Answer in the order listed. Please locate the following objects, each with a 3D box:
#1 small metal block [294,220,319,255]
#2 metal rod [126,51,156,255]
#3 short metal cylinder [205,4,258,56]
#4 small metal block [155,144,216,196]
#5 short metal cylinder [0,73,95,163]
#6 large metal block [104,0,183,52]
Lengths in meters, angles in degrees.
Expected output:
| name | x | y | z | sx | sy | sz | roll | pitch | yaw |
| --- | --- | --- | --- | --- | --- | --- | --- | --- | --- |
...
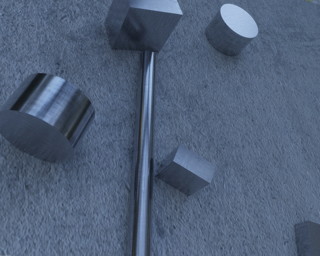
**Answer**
| name | x | y | z | sx | sy | sz | roll | pitch | yaw |
| --- | --- | --- | --- | --- | --- | --- | --- | --- | --- |
| small metal block | 0.214 | 0.160 | 0.422 | 0.050 | 0.025 | 0.050 | 21 | 54 | -16 |
| metal rod | -0.020 | 0.022 | 0.379 | 0.025 | 0.025 | 0.299 | 14 | 56 | -20 |
| short metal cylinder | 0.131 | -0.179 | 0.567 | 0.081 | 0.050 | 0.080 | 14 | 56 | -21 |
| small metal block | 0.030 | 0.052 | 0.372 | 0.050 | 0.050 | 0.025 | 32 | 52 | -8 |
| short metal cylinder | -0.114 | -0.008 | 0.312 | 0.080 | 0.080 | 0.050 | 28 | 52 | -11 |
| large metal block | -0.027 | -0.158 | 0.451 | 0.081 | 0.080 | 0.050 | -4 | 64 | -30 |
